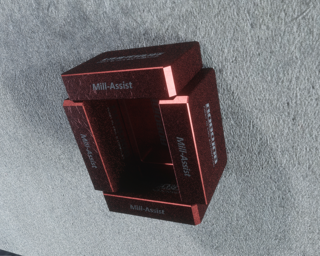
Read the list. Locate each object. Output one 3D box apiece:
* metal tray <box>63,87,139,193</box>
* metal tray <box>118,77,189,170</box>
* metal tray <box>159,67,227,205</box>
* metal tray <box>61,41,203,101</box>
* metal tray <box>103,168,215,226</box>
[{"bbox_3d":[-0.065,0.006,0.402,0.030,0.090,0.129,1,119,28],"label":"metal tray"},{"bbox_3d":[0.001,-0.008,0.398,0.090,0.030,0.129,1,119,27],"label":"metal tray"},{"bbox_3d":[0.043,0.008,0.347,0.030,0.090,0.129,1,119,28],"label":"metal tray"},{"bbox_3d":[-0.029,-0.063,0.341,0.130,0.090,0.030,1,119,27],"label":"metal tray"},{"bbox_3d":[0.003,0.077,0.411,0.130,0.090,0.030,1,119,27],"label":"metal tray"}]
